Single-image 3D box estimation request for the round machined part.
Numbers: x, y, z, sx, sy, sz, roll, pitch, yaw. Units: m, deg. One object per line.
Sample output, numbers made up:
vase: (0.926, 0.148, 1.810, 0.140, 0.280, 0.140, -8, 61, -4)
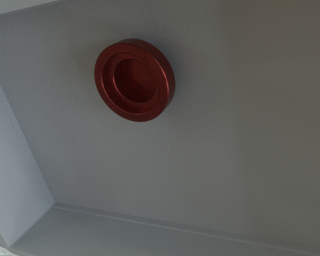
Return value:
round machined part: (-0.026, -0.060, 0.375, 0.098, 0.042, 0.097, 13, 124, 21)
